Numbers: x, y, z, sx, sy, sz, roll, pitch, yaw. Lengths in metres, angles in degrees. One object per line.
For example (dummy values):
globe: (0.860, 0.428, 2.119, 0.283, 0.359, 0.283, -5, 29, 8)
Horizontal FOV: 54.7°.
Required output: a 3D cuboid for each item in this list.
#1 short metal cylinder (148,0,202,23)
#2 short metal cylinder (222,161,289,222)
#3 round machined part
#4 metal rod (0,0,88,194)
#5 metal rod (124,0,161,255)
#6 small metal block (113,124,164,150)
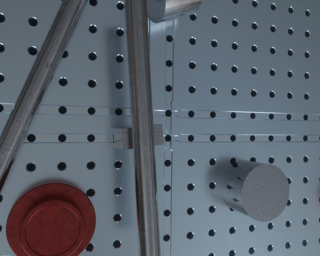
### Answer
short metal cylinder: (0.011, -0.177, 0.387, 0.050, 0.080, 0.080, -20, 97, -19)
short metal cylinder: (0.138, 0.089, 0.450, 0.081, 0.050, 0.080, 0, 90, -20)
round machined part: (-0.124, 0.113, 0.358, 0.099, 0.042, 0.097, 0, 90, -20)
metal rod: (-0.151, -0.028, 0.356, 0.025, 0.025, 0.299, 24, 82, -19)
metal rod: (-0.020, 0.002, 0.352, 0.025, 0.025, 0.298, -3, 91, -20)
small metal block: (-0.028, 0.010, 0.389, 0.050, 0.050, 0.025, -7, 93, -20)
